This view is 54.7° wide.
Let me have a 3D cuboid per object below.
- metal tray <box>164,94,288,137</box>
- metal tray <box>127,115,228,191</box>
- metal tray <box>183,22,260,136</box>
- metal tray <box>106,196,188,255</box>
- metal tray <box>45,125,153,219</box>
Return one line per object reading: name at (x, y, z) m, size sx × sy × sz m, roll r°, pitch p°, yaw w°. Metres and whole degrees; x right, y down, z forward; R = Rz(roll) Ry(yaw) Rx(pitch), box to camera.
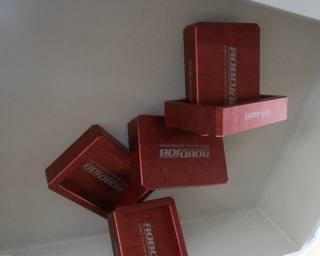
metal tray at (0.082, -0.021, 0.380) m, size 0.131 × 0.090 × 0.030 m, roll -11°, pitch 105°, yaw -37°
metal tray at (0.025, 0.033, 0.407) m, size 0.131 × 0.030 × 0.090 m, roll 3°, pitch 75°, yaw -30°
metal tray at (0.078, -0.060, 0.382) m, size 0.091 × 0.030 × 0.129 m, roll -7°, pitch 101°, yaw -23°
metal tray at (-0.012, 0.162, 0.403) m, size 0.091 × 0.129 × 0.030 m, roll -3°, pitch 160°, yaw -31°
metal tray at (-0.070, 0.066, 0.408) m, size 0.090 × 0.030 × 0.130 m, roll -44°, pitch 130°, yaw 2°
